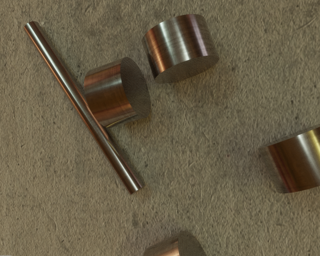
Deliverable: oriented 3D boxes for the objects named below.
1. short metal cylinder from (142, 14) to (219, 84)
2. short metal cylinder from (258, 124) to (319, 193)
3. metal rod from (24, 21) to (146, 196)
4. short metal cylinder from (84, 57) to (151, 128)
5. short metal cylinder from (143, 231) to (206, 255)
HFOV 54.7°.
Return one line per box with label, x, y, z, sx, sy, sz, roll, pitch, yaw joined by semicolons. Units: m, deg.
short metal cylinder;0.024;-0.092;0.371;0.080;0.080;0.050;-20;83;19
short metal cylinder;0.152;0.030;0.326;0.080;0.080;0.050;-24;82;18
metal rod;-0.114;-0.036;0.449;0.025;0.025;0.299;-38;78;16
short metal cylinder;-0.052;-0.045;0.398;0.050;0.080;0.080;-15;85;19
short metal cylinder;0.023;0.172;0.372;0.050;0.080;0.080;-32;80;17
